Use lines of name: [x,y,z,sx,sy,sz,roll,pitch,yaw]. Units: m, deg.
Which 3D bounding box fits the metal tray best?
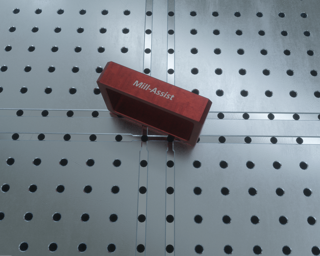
metal tray: [-0.007,-0.027,0.387,0.130,0.090,0.030,22,72,8]
